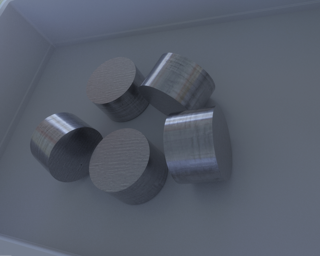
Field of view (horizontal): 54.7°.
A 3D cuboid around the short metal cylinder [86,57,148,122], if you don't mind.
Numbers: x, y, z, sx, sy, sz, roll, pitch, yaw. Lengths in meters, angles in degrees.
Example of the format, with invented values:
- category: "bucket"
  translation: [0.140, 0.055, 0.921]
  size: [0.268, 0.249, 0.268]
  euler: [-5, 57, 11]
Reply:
- category: "short metal cylinder"
  translation: [-0.059, -0.056, 0.451]
  size: [0.080, 0.050, 0.080]
  euler: [-13, 56, 20]

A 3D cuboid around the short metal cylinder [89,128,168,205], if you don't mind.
- category: "short metal cylinder"
  translation: [-0.038, 0.047, 0.377]
  size: [0.080, 0.050, 0.080]
  euler: [-13, 56, 20]

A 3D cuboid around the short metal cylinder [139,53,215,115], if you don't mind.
- category: "short metal cylinder"
  translation: [0.021, -0.048, 0.387]
  size: [0.080, 0.080, 0.050]
  euler: [24, 75, 36]

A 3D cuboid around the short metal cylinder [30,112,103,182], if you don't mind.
- category: "short metal cylinder"
  translation: [-0.123, 0.025, 0.415]
  size: [0.050, 0.080, 0.080]
  euler: [30, 78, 37]

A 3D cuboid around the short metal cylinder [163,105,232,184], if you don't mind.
- category: "short metal cylinder"
  translation: [0.043, 0.019, 0.333]
  size: [0.050, 0.080, 0.080]
  euler: [-9, 58, 23]
